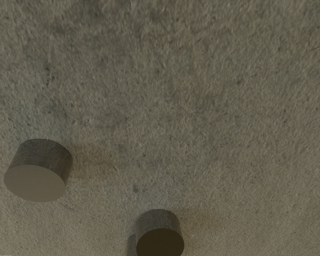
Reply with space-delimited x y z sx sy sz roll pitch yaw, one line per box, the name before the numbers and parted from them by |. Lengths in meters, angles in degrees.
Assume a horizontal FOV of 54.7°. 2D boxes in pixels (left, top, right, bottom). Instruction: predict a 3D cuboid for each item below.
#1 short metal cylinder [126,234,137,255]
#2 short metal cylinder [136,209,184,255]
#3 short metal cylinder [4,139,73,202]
short metal cylinder | -0.025 0.244 0.599 0.081 0.050 0.079 0 131 0
short metal cylinder | -0.002 0.189 0.537 0.081 0.050 0.079 -2 112 -5
short metal cylinder | -0.170 0.061 0.440 0.081 0.050 0.079 0 130 0
